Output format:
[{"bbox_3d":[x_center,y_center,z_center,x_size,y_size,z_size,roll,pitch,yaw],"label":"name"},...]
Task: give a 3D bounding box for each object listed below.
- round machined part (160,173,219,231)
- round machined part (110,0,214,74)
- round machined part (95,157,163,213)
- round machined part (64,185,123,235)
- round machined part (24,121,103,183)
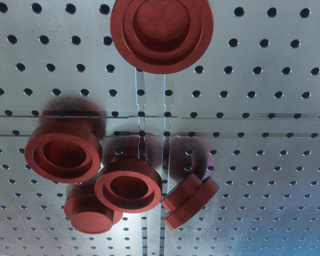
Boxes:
[{"bbox_3d":[0.039,0.105,0.466,0.042,0.099,0.098,48,122,7],"label":"round machined part"},{"bbox_3d":[0.002,-0.106,0.310,0.099,0.042,0.097,-1,130,0],"label":"round machined part"},{"bbox_3d":[-0.045,0.082,0.467,0.099,0.042,0.097,2,129,3],"label":"round machined part"},{"bbox_3d":[-0.112,0.143,0.521,0.099,0.042,0.097,-1,130,0],"label":"round machined part"},{"bbox_3d":[-0.128,0.029,0.423,0.099,0.042,0.097,-1,130,0],"label":"round machined part"}]
